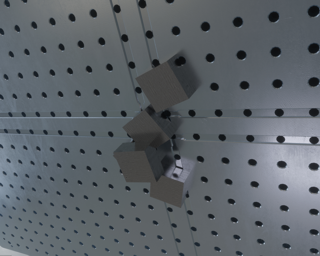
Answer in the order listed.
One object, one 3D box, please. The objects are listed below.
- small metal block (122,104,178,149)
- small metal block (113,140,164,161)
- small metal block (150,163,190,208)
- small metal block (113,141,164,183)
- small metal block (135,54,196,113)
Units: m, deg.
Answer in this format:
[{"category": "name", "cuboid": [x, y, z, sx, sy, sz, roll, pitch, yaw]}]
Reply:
[{"category": "small metal block", "cuboid": [-0.014, 0.001, 0.420, 0.050, 0.025, 0.050, 49, 129, -7]}, {"category": "small metal block", "cuboid": [-0.032, 0.042, 0.455, 0.050, 0.025, 0.050, 49, 129, -6]}, {"category": "small metal block", "cuboid": [0.014, 0.083, 0.456, 0.050, 0.025, 0.050, 16, 125, 19]}, {"category": "small metal block", "cuboid": [-0.028, 0.047, 0.423, 0.050, 0.025, 0.050, -6, 116, 31]}, {"category": "small metal block", "cuboid": [0.007, -0.053, 0.376, 0.050, 0.025, 0.050, -22, 107, 36]}]
